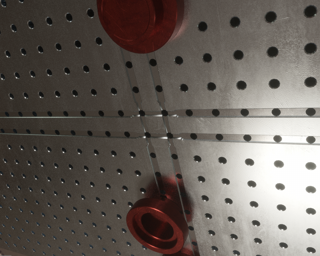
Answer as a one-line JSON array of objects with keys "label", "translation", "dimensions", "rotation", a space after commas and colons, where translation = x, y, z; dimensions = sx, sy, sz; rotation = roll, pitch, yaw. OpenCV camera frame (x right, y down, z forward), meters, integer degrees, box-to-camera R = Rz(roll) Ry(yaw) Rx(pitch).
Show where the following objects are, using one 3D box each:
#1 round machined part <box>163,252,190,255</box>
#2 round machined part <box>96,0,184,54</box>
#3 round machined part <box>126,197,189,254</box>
[{"label": "round machined part", "translation": [0.038, 0.270, 0.546], "dimensions": [0.098, 0.042, 0.097], "rotation": [13, 124, 20]}, {"label": "round machined part", "translation": [-0.027, -0.128, 0.334], "dimensions": [0.098, 0.042, 0.097], "rotation": [13, 124, 20]}, {"label": "round machined part", "translation": [0.000, 0.148, 0.491], "dimensions": [0.098, 0.042, 0.097], "rotation": [13, 124, 20]}]
